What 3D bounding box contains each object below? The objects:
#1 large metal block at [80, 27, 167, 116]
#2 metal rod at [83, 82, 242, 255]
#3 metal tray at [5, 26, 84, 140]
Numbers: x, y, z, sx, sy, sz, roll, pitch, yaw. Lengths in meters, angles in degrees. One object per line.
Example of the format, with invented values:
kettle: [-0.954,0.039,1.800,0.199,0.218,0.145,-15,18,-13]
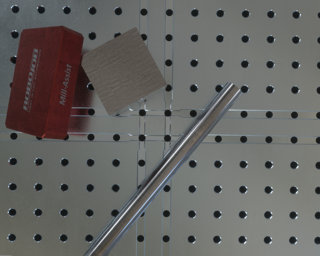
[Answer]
large metal block: [-0.046,-0.069,0.400,0.080,0.050,0.080,-28,90,-1]
metal rod: [0.004,0.062,0.413,0.025,0.025,0.300,40,90,-1]
metal tray: [-0.145,-0.056,0.385,0.090,0.030,0.129,10,90,36]
